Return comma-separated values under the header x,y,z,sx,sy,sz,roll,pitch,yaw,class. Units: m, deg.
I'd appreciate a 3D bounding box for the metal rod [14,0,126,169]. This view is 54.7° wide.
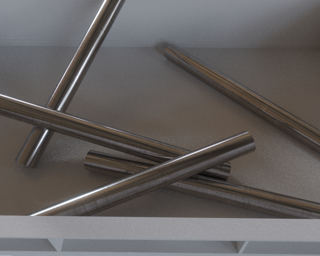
x,y,z,sx,sy,sz,roll,pitch,yaw,class
-0.101,-0.089,0.404,0.025,0.025,0.299,20,76,16,metal rod

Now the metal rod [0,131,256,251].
x,y,z,sx,sy,sz,roll,pitch,yaw,class
-0.041,0.066,0.325,0.302,0.025,0.025,-20,53,-7,metal rod

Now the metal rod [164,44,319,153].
x,y,z,sx,sy,sz,roll,pitch,yaw,class
0.121,-0.046,0.443,0.025,0.025,0.300,-37,59,-27,metal rod

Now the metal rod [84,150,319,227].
x,y,z,sx,sy,sz,roll,pitch,yaw,class
0.060,0.069,0.347,0.301,0.025,0.025,12,51,10,metal rod

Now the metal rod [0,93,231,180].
x,y,z,sx,sy,sz,roll,pitch,yaw,class
-0.066,0.008,0.359,0.302,0.025,0.025,17,51,-1,metal rod
